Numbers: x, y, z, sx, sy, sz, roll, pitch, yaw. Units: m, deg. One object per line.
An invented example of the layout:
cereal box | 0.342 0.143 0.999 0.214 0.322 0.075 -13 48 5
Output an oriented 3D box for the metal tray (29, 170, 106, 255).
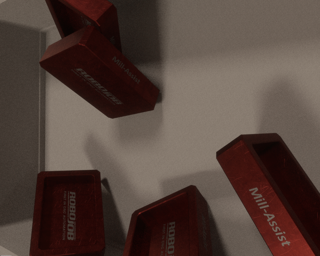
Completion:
metal tray | -0.127 0.120 0.434 0.130 0.091 0.030 -105 22 -43

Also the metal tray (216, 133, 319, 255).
metal tray | 0.112 0.066 0.271 0.030 0.091 0.130 -42 65 32

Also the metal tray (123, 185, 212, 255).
metal tray | 0.006 0.124 0.323 0.090 0.130 0.030 -28 110 16

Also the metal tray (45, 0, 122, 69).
metal tray | -0.096 -0.129 0.406 0.090 0.130 0.030 35 74 8

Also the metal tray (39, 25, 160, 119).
metal tray | -0.074 -0.064 0.400 0.090 0.130 0.030 -9 53 39
